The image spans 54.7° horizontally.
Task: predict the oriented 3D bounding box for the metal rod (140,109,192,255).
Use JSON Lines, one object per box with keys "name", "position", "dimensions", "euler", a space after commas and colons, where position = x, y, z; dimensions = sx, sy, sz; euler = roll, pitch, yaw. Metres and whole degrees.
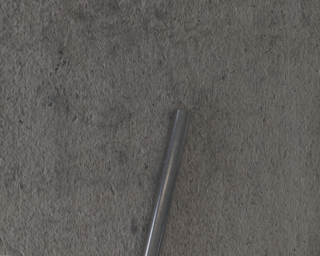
{"name": "metal rod", "position": [-0.002, 0.123, 0.408], "dimensions": [0.025, 0.025, 0.299], "euler": [15, 85, -20]}
